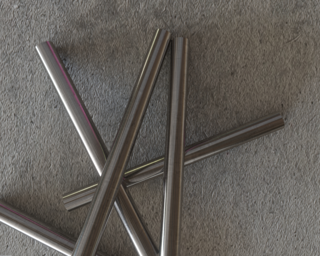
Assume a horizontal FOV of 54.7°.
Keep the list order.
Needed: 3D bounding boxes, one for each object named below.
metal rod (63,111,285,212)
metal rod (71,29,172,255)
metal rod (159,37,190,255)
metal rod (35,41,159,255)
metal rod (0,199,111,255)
[{"bbox_3d":[0.018,0.044,0.409,0.301,0.025,0.025,-21,90,0],"label":"metal rod"},{"bbox_3d":[-0.041,0.013,0.372,0.025,0.025,0.299,18,75,0],"label":"metal rod"},{"bbox_3d":[0.018,0.032,0.385,0.025,0.025,0.299,4,80,0],"label":"metal rod"},{"bbox_3d":[-0.082,0.023,0.390,0.025,0.025,0.299,-28,83,0],"label":"metal rod"},{"bbox_3d":[-0.092,0.170,0.409,0.301,0.025,0.025,27,90,0],"label":"metal rod"}]
